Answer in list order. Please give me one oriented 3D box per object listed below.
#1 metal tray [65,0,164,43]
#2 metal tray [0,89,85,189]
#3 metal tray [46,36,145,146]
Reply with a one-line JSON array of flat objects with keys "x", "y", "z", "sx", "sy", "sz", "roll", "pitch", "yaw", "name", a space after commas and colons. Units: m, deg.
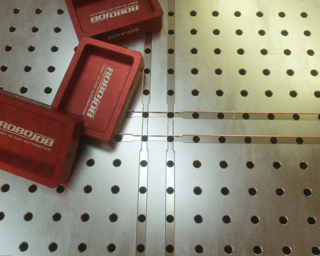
[{"x": -0.070, "y": -0.179, "z": 0.474, "sx": 0.131, "sy": 0.030, "sz": 0.090, "roll": -19, "pitch": 71, "yaw": -7, "name": "metal tray"}, {"x": -0.169, "y": 0.010, "z": 0.384, "sx": 0.130, "sy": 0.030, "sz": 0.090, "roll": 18, "pitch": 98, "yaw": 6, "name": "metal tray"}, {"x": -0.084, "y": -0.051, "z": 0.420, "sx": 0.090, "sy": 0.030, "sz": 0.130, "roll": 18, "pitch": 76, "yaw": 6, "name": "metal tray"}]
